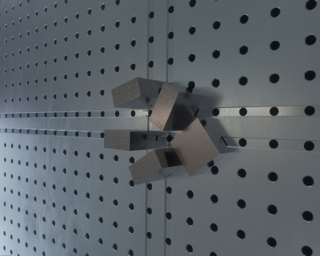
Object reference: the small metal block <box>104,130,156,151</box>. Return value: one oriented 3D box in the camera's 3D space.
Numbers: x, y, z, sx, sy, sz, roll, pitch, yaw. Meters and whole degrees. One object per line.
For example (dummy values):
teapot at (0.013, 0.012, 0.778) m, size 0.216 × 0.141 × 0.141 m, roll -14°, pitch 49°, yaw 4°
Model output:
small metal block at (-0.041, 0.016, 0.428) m, size 0.050 × 0.050 × 0.025 m, roll 3°, pitch 92°, yaw 40°

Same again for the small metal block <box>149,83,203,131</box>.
small metal block at (0.020, -0.024, 0.378) m, size 0.025 × 0.050 × 0.050 m, roll 35°, pitch 112°, yaw 34°

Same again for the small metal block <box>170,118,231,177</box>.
small metal block at (0.047, 0.023, 0.371) m, size 0.050 × 0.025 × 0.050 m, roll -44°, pitch 64°, yaw 31°

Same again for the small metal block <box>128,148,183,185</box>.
small metal block at (-0.003, 0.048, 0.397) m, size 0.050 × 0.050 × 0.025 m, roll -36°, pitch 68°, yaw 34°

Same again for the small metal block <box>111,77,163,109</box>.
small metal block at (-0.028, -0.045, 0.418) m, size 0.050 × 0.050 × 0.025 m, roll -18°, pitch 79°, yaw 39°
